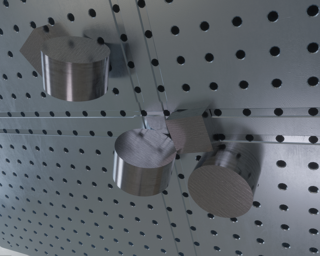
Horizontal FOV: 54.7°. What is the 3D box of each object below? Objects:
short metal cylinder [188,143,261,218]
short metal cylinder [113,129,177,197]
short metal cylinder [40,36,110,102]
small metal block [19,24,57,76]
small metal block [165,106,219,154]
[{"bbox_3d":[0.082,0.066,0.393,0.080,0.050,0.079,13,124,21],"label":"short metal cylinder"},{"bbox_3d":[-0.022,0.044,0.415,0.080,0.080,0.050,21,126,16],"label":"short metal cylinder"},{"bbox_3d":[-0.104,-0.075,0.384,0.080,0.080,0.050,22,126,15],"label":"short metal cylinder"},{"bbox_3d":[-0.159,-0.105,0.430,0.050,0.025,0.050,-33,100,38],"label":"small metal block"},{"bbox_3d":[0.041,0.004,0.392,0.050,0.025,0.050,-8,115,31],"label":"small metal block"}]
